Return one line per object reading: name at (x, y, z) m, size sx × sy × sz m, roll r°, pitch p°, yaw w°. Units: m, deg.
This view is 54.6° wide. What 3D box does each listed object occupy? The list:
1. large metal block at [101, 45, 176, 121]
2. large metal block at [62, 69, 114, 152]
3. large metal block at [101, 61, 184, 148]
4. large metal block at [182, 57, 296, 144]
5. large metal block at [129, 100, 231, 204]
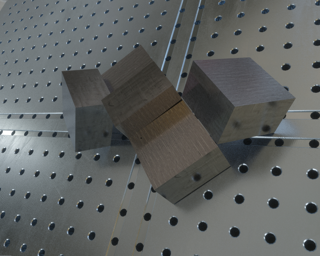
large metal block at (-0.032, -0.059, 0.446) m, size 0.080 × 0.050 × 0.080 m, roll -37°, pitch 52°, yaw 5°
large metal block at (-0.103, -0.026, 0.435) m, size 0.050 × 0.079 × 0.080 m, roll -10°, pitch 47°, yaw -25°
large metal block at (-0.013, -0.023, 0.394) m, size 0.080 × 0.080 × 0.050 m, roll -36°, pitch 52°, yaw 4°
large metal block at (0.083, -0.034, 0.343) m, size 0.081 × 0.050 × 0.080 m, roll -9°, pitch 47°, yaw -26°
large metal block at (0.022, 0.028, 0.364) m, size 0.080 × 0.050 × 0.080 m, roll -35°, pitch 50°, yaw 5°
